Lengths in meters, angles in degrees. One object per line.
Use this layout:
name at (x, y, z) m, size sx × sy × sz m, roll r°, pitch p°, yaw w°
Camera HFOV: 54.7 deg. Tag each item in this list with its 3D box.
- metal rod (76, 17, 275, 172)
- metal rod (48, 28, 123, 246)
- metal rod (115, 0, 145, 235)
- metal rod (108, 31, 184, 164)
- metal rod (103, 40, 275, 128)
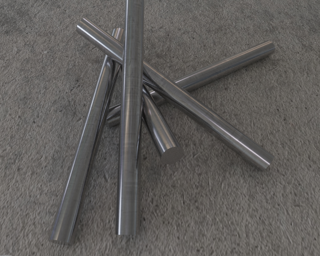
metal rod at (0.012, -0.048, 0.395) m, size 0.300 × 0.025 × 0.025 m, roll 38°, pitch 59°, yaw 10°
metal rod at (-0.079, -0.013, 0.385) m, size 0.025 × 0.025 × 0.300 m, roll 6°, pitch 59°, yaw 5°
metal rod at (-0.033, -0.034, 0.361) m, size 0.025 × 0.025 × 0.299 m, roll 0°, pitch 72°, yaw 0°
metal rod at (-0.037, -0.064, 0.427) m, size 0.025 × 0.025 × 0.300 m, roll -15°, pitch 43°, yaw -13°
metal rod at (0.054, -0.073, 0.464) m, size 0.302 × 0.025 × 0.025 m, roll -26°, pitch 55°, yaw -20°
